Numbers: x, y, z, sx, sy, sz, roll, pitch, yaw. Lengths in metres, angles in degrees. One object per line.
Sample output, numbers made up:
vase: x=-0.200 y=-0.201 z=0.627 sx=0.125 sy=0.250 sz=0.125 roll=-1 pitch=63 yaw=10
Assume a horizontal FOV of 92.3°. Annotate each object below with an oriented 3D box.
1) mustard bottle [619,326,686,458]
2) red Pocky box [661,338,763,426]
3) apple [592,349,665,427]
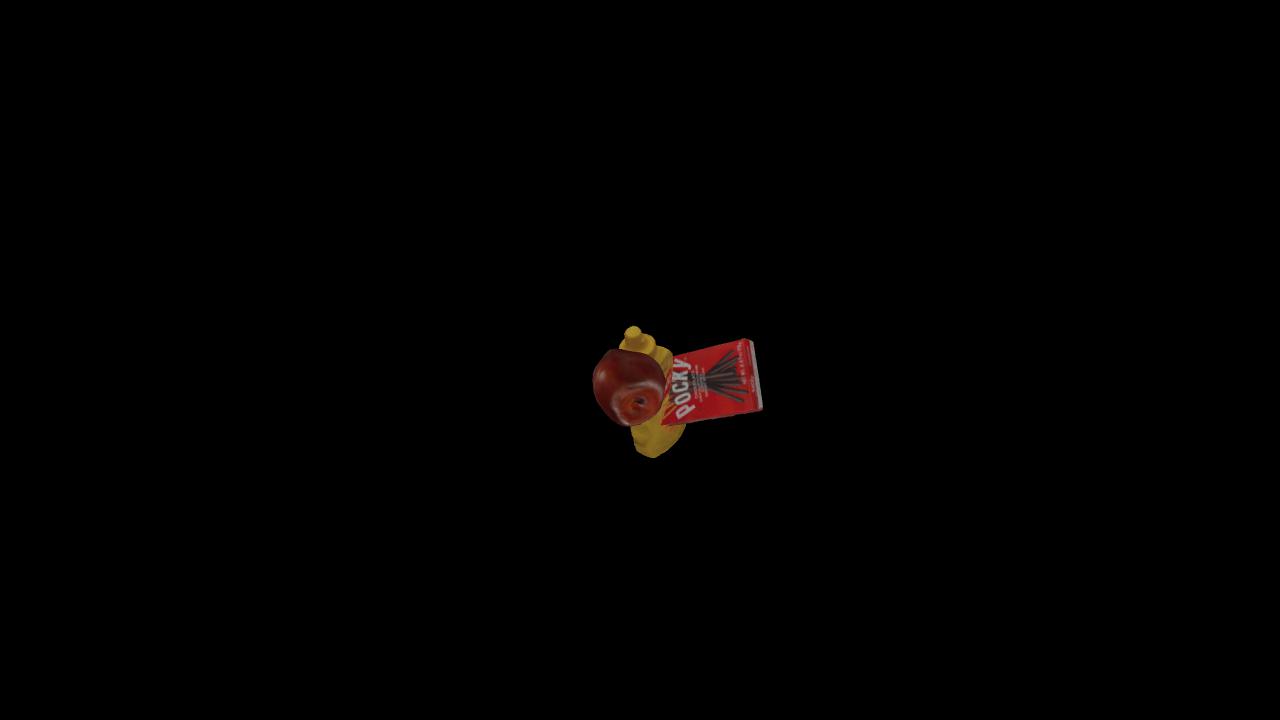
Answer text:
mustard bottle: x=0.010 y=0.031 z=0.742 sx=0.054 sy=0.184 sz=0.092 roll=24 pitch=56 yaw=35
red Pocky box: x=0.068 y=0.031 z=0.731 sx=0.155 sy=0.083 sz=0.028 roll=-15 pitch=-12 yaw=38
apple: x=-0.013 y=0.026 z=0.666 sx=0.079 sy=0.079 sz=0.093 roll=0 pitch=27 yaw=-23
